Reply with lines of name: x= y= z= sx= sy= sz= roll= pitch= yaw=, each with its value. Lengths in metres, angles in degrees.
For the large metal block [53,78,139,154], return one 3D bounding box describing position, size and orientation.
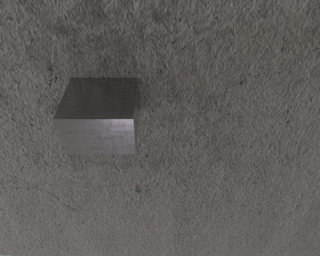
large metal block: x=-0.067 y=-0.016 z=0.357 sx=0.080 sy=0.080 sz=0.050 roll=0 pitch=130 yaw=0
